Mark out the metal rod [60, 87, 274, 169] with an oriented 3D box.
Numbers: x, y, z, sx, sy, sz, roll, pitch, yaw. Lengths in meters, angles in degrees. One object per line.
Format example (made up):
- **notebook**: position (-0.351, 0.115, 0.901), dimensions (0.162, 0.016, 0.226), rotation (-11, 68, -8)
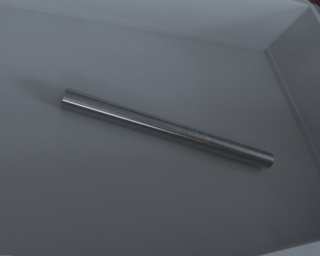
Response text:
- **metal rod**: position (0.023, 0.006, 0.412), dimensions (0.302, 0.025, 0.025), rotation (17, 55, -18)
